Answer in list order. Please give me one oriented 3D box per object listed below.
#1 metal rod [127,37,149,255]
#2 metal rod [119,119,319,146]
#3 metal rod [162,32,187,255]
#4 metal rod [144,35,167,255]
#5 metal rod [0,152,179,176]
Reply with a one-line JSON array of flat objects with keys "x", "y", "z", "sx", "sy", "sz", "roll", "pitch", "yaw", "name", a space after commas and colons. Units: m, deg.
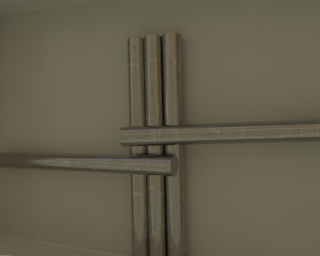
[{"x": -0.028, "y": 0.030, "z": 0.418, "sx": 0.025, "sy": 0.025, "sz": 0.298, "roll": -2, "pitch": 89, "yaw": 19, "name": "metal rod"}, {"x": 0.100, "y": 0.005, "z": 0.355, "sx": 0.301, "sy": 0.025, "sz": 0.025, "roll": -2, "pitch": 89, "yaw": 13, "name": "metal rod"}, {"x": 0.019, "y": 0.028, "z": 0.402, "sx": 0.025, "sy": 0.025, "sz": 0.298, "roll": -2, "pitch": 89, "yaw": 19, "name": "metal rod"}, {"x": -0.005, "y": 0.029, "z": 0.410, "sx": 0.025, "sy": 0.025, "sz": 0.298, "roll": -2, "pitch": 89, "yaw": 19, "name": "metal rod"}, {"x": -0.119, "y": 0.048, "z": 0.432, "sx": 0.301, "sy": 0.025, "sz": 0.025, "roll": -1, "pitch": 90, "yaw": 25, "name": "metal rod"}]
